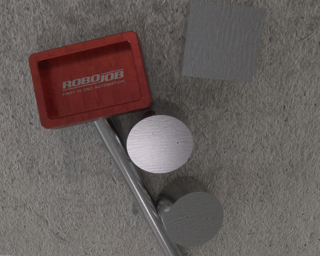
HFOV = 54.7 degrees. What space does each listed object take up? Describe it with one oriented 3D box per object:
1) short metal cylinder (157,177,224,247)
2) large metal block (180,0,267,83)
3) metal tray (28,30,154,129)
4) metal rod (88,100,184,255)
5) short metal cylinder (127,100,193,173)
[{"bbox_3d":[0.040,0.115,0.429,0.081,0.050,0.079,-3,104,-14],"label":"short metal cylinder"},{"bbox_3d":[0.068,-0.101,0.360,0.081,0.050,0.079,5,110,-2],"label":"large metal block"},{"bbox_3d":[-0.080,-0.055,0.369,0.131,0.030,0.090,-12,88,4],"label":"metal tray"},{"bbox_3d":[-0.027,0.092,0.443,0.025,0.025,0.299,-22,109,8],"label":"metal rod"},{"bbox_3d":[-0.001,0.011,0.397,0.081,0.050,0.079,-1,115,-2],"label":"short metal cylinder"}]
